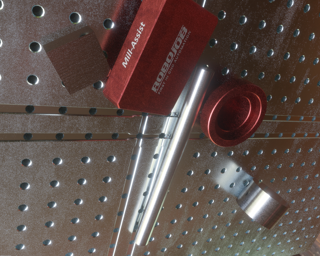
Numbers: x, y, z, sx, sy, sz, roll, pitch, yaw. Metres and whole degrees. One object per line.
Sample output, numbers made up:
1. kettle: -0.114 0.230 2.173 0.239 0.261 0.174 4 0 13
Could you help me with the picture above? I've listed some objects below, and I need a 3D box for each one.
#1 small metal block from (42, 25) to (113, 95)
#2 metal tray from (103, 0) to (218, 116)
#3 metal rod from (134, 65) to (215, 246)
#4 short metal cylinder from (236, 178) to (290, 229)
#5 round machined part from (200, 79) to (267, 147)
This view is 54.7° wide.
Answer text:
1. small metal block: -0.085 -0.070 0.322 0.050 0.025 0.050 -29 129 -11
2. metal tray: 0.002 -0.080 0.345 0.091 0.030 0.129 6 117 -50
3. metal rod: 0.014 0.054 0.454 0.025 0.025 0.298 5 116 -31
4. short metal cylinder: 0.188 0.137 0.566 0.080 0.080 0.050 26 104 -38
5. round machined part: 0.099 -0.025 0.441 0.099 0.042 0.097 -14 125 -21
